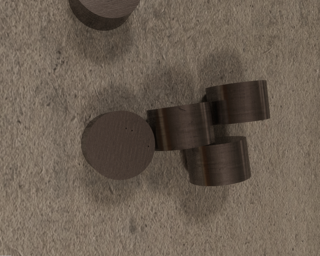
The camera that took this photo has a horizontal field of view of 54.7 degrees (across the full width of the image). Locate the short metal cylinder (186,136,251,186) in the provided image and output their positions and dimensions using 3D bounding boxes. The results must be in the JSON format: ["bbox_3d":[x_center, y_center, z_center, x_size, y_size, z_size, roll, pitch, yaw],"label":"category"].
[{"bbox_3d":[0.076,0.041,0.409,0.081,0.080,0.050,-9,94,-20],"label":"short metal cylinder"}]

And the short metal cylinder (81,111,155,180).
[{"bbox_3d":[-0.052,0.020,0.377,0.081,0.050,0.079,0,90,-21],"label":"short metal cylinder"}]

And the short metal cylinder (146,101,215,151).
[{"bbox_3d":[0.026,-0.003,0.391,0.081,0.080,0.050,-9,94,-20],"label":"short metal cylinder"}]

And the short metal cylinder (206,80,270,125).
[{"bbox_3d":[0.105,-0.034,0.420,0.081,0.080,0.050,-8,93,-20],"label":"short metal cylinder"}]

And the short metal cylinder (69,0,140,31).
[{"bbox_3d":[-0.067,-0.164,0.371,0.081,0.050,0.079,0,90,-21],"label":"short metal cylinder"}]
